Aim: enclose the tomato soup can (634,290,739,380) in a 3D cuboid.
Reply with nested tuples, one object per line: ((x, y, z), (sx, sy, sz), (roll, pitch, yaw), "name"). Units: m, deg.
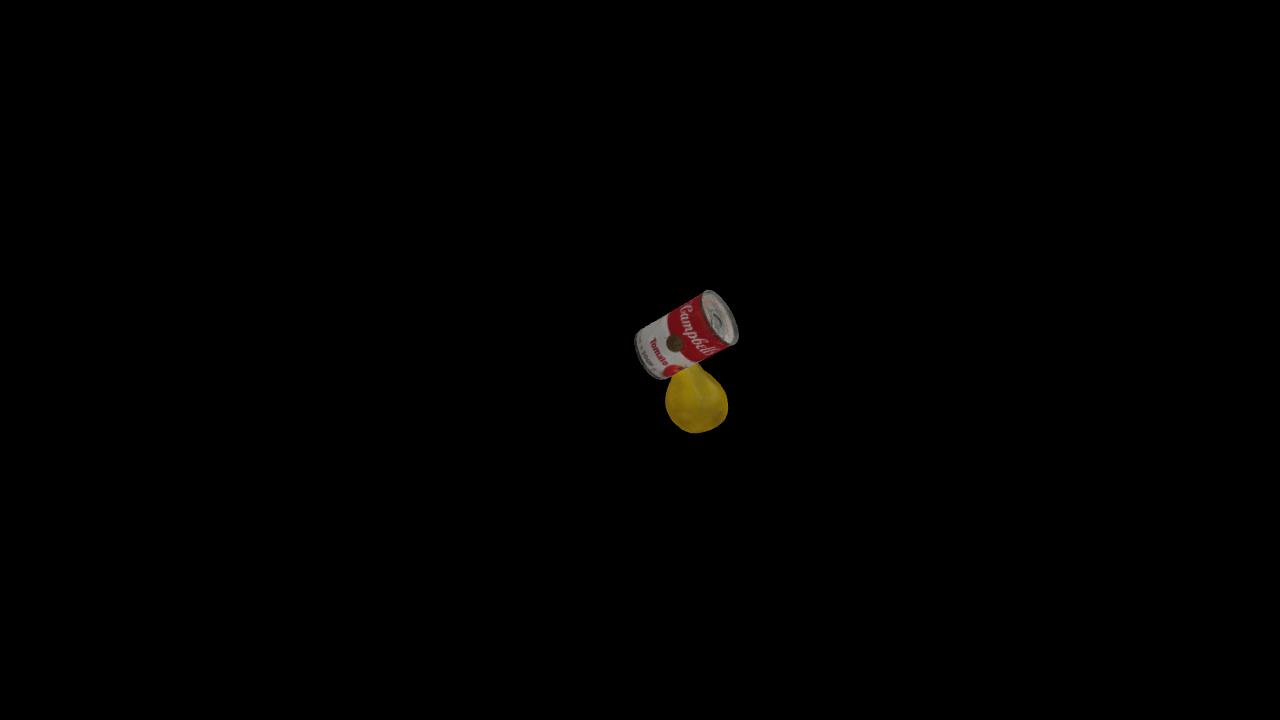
((0.051, -0.027, 0.696), (0.101, 0.068, 0.068), (-29, -16, 32), "tomato soup can")

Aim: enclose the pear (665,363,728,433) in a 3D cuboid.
((0.058, 0.030, 0.727), (0.080, 0.111, 0.080), (-22, 16, 7), "pear")
